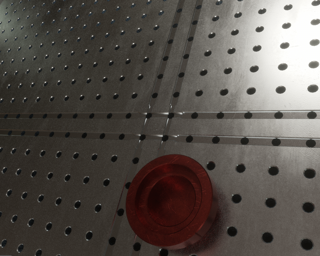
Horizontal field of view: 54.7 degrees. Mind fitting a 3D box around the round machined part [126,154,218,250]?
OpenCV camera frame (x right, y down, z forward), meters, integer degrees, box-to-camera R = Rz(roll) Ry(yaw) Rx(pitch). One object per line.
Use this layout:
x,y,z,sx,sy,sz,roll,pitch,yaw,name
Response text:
0.016,0.082,0.338,0.098,0.042,0.098,-13,56,20,round machined part
